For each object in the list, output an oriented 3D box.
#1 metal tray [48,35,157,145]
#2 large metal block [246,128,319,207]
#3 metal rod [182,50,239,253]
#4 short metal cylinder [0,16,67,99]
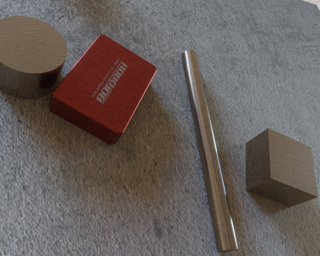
[{"bbox_3d":[-0.068,-0.053,0.398,0.090,0.030,0.130,31,52,-9],"label":"metal tray"},{"bbox_3d":[0.173,0.058,0.448,0.080,0.050,0.080,22,53,-16],"label":"large metal block"},{"bbox_3d":[0.063,0.012,0.432,0.025,0.025,0.299,7,58,-25],"label":"metal rod"},{"bbox_3d":[-0.153,-0.080,0.355,0.081,0.050,0.080,14,56,-21],"label":"short metal cylinder"}]
